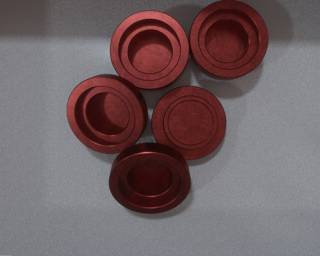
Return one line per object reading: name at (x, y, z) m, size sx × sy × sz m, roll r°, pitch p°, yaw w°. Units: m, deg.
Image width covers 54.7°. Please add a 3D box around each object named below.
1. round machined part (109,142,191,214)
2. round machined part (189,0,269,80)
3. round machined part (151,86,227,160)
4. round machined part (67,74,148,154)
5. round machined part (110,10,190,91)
round machined part at (-0.012, 0.058, 0.389) m, size 0.099 × 0.042 × 0.097 m, roll -1°, pitch 121°, yaw -1°
round machined part at (0.086, -0.111, 0.404) m, size 0.099 × 0.042 × 0.097 m, roll 0°, pitch 90°, yaw -1°
round machined part at (0.038, -0.007, 0.403) m, size 0.099 × 0.042 × 0.097 m, roll 0°, pitch 90°, yaw -1°
round machined part at (-0.063, -0.020, 0.391) m, size 0.098 × 0.042 × 0.097 m, roll 4°, pitch 110°, yaw 11°
round machined part at (-0.012, -0.096, 0.401) m, size 0.099 × 0.042 × 0.097 m, roll 0°, pitch 90°, yaw 3°
